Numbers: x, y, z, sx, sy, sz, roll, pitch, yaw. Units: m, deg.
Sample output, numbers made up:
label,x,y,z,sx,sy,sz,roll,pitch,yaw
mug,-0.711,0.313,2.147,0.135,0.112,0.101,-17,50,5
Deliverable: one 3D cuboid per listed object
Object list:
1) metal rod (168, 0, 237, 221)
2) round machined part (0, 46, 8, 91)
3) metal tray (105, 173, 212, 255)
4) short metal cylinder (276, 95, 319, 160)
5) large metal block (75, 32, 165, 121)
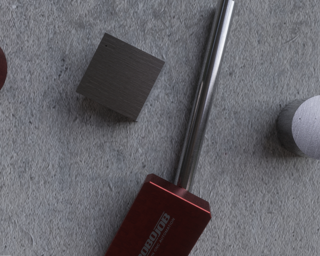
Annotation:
label,x,y,z,sx,sy,sz,roll,pitch,yaw
metal rod,0.054,-0.020,0.410,0.025,0.025,0.298,14,90,-1
round machined part,-0.245,-0.076,0.398,0.099,0.042,0.097,0,90,-1
metal tray,-0.005,0.134,0.394,0.090,0.030,0.129,28,102,-1
short metal cylinder,0.200,-0.001,0.400,0.081,0.050,0.079,0,90,-1
large metal block,-0.048,-0.062,0.397,0.080,0.050,0.080,26,90,-1
